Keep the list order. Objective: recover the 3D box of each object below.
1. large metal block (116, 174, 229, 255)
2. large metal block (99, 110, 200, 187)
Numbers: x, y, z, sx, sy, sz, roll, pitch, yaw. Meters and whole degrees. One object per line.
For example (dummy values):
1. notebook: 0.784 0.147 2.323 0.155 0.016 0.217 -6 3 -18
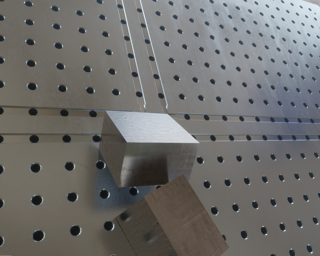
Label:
1. large metal block: 0.008 0.104 0.313 0.050 0.080 0.080 -23 75 -36
2. large metal block: -0.016 0.020 0.346 0.081 0.050 0.080 2 24 -27
